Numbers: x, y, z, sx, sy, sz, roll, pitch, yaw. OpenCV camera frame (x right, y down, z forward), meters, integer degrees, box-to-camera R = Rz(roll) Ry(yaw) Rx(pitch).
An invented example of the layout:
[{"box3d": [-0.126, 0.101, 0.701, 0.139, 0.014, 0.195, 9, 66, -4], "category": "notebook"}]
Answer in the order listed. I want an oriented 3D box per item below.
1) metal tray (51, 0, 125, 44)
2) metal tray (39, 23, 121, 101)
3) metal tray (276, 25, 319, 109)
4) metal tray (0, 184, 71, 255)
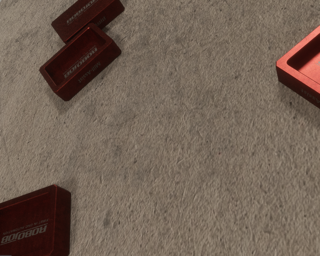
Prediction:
[{"box3d": [-0.143, -0.219, 0.607, 0.130, 0.030, 0.090, -40, 51, 0], "category": "metal tray"}, {"box3d": [-0.142, -0.118, 0.545, 0.130, 0.030, 0.090, -43, 51, -2], "category": "metal tray"}, {"box3d": [0.203, -0.057, 0.328, 0.090, 0.030, 0.130, -40, 51, 0], "category": "metal tray"}, {"box3d": [-0.182, 0.137, 0.409, 0.130, 0.030, 0.090, -20, 54, 15], "category": "metal tray"}]
